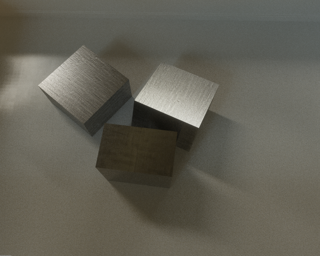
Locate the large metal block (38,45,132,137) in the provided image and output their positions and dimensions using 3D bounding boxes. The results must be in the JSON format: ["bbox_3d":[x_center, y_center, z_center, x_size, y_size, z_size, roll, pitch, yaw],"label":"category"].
[{"bbox_3d":[-0.096,-0.049,0.413,0.080,0.050,0.080,39,74,12],"label":"large metal block"}]

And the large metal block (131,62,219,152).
[{"bbox_3d":[0.019,-0.029,0.395,0.080,0.050,0.080,24,52,8],"label":"large metal block"}]

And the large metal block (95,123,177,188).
[{"bbox_3d":[-0.024,0.036,0.367,0.080,0.080,0.050,7,71,2],"label":"large metal block"}]
